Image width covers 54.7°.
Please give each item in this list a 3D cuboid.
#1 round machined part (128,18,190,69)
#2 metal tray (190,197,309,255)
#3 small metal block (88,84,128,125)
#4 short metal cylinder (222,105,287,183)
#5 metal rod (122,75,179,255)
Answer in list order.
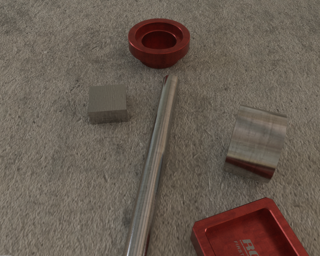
[{"bbox_3d":[-0.001,-0.134,0.505,0.099,0.042,0.098,0,50,0],"label":"round machined part"},{"bbox_3d":[0.094,0.138,0.284,0.091,0.030,0.130,-15,52,-13],"label":"metal tray"},{"bbox_3d":[-0.072,-0.034,0.431,0.050,0.025,0.050,-5,50,-4],"label":"small metal block"},{"bbox_3d":[0.106,0.017,0.354,0.050,0.080,0.080,15,52,12],"label":"short metal cylinder"},{"bbox_3d":[-0.007,0.043,0.366,0.025,0.025,0.300,7,50,6],"label":"metal rod"}]
